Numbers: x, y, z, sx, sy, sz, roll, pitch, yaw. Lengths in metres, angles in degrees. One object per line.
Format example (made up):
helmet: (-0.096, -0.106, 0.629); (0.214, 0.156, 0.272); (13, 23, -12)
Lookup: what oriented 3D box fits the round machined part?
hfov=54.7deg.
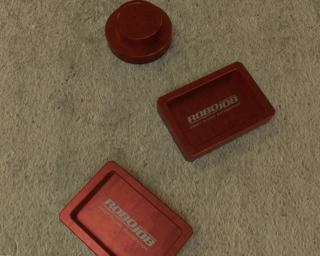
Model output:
round machined part: (-0.031, -0.146, 0.452); (0.099, 0.042, 0.098); (0, 70, 0)

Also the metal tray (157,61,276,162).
metal tray: (0.073, -0.023, 0.414); (0.131, 0.030, 0.090); (-26, 72, -9)

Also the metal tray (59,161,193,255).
metal tray: (-0.039, 0.113, 0.363); (0.130, 0.030, 0.090); (38, 74, 12)
